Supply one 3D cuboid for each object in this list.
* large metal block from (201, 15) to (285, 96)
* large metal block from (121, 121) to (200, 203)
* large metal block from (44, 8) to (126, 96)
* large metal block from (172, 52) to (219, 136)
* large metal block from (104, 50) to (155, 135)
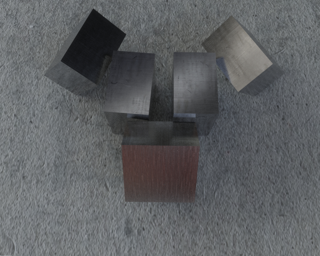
[{"bbox_3d":[0.111,-0.091,0.408,0.050,0.080,0.080,-41,71,25],"label":"large metal block"},{"bbox_3d":[0.001,0.039,0.359,0.081,0.079,0.050,1,31,0],"label":"large metal block"},{"bbox_3d":[-0.099,-0.095,0.404,0.050,0.080,0.080,34,69,-27],"label":"large metal block"},{"bbox_3d":[0.041,-0.040,0.395,0.050,0.080,0.080,1,70,0],"label":"large metal block"},{"bbox_3d":[-0.034,-0.040,0.395,0.050,0.080,0.080,5,70,1],"label":"large metal block"}]
